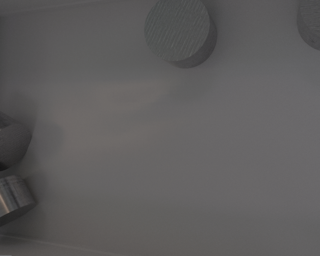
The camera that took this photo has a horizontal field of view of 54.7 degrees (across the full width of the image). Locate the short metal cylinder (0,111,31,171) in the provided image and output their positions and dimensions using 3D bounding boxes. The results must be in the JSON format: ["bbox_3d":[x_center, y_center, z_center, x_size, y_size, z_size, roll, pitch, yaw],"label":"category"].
[{"bbox_3d":[-0.247,0.019,0.468,0.050,0.080,0.080,28,99,18],"label":"short metal cylinder"}]

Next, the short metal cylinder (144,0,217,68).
[{"bbox_3d":[0.027,-0.119,0.388,0.080,0.050,0.080,0,90,20],"label":"short metal cylinder"}]

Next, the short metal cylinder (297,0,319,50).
[{"bbox_3d":[0.191,-0.126,0.330,0.080,0.050,0.080,0,90,20],"label":"short metal cylinder"}]

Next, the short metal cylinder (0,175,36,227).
[{"bbox_3d":[-0.237,0.113,0.465,0.080,0.080,0.050,-35,79,16],"label":"short metal cylinder"}]
